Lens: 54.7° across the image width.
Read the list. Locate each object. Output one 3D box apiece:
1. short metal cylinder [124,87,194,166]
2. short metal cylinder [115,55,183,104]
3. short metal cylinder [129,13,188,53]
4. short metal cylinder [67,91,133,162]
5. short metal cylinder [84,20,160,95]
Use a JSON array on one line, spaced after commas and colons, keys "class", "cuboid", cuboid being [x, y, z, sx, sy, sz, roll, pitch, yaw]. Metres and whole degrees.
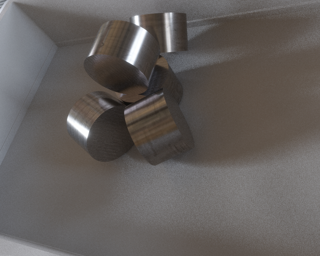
[{"class": "short metal cylinder", "cuboid": [0.001, -0.002, 0.369, 0.050, 0.080, 0.080, -26, 53, 13]}, {"class": "short metal cylinder", "cuboid": [-0.015, -0.056, 0.429, 0.080, 0.050, 0.080, -13, 56, 21]}, {"class": "short metal cylinder", "cuboid": [-0.001, -0.133, 0.443, 0.080, 0.080, 0.050, 4, 106, 30]}, {"class": "short metal cylinder", "cuboid": [-0.074, -0.002, 0.408, 0.050, 0.080, 0.080, 33, 80, 38]}, {"class": "short metal cylinder", "cuboid": [-0.045, -0.083, 0.379, 0.080, 0.080, 0.050, 3, 64, 30]}]
